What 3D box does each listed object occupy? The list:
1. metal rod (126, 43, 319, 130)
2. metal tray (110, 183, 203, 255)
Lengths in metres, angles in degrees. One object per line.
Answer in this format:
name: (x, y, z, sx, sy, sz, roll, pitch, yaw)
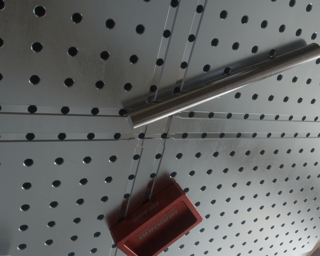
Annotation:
metal rod: (0.098, -0.063, 0.425, 0.302, 0.025, 0.025, -22, 127, -16)
metal tray: (-0.002, 0.158, 0.504, 0.130, 0.030, 0.090, -36, 129, -5)
